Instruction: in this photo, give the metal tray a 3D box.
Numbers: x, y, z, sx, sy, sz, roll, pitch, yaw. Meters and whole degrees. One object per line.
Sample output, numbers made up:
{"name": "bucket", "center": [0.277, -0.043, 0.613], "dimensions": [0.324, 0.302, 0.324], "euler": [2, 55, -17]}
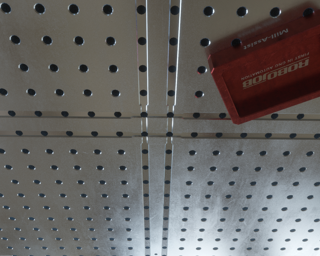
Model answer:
{"name": "metal tray", "center": [0.132, -0.063, 0.354], "dimensions": [0.130, 0.030, 0.090], "euler": [-20, 127, 16]}
